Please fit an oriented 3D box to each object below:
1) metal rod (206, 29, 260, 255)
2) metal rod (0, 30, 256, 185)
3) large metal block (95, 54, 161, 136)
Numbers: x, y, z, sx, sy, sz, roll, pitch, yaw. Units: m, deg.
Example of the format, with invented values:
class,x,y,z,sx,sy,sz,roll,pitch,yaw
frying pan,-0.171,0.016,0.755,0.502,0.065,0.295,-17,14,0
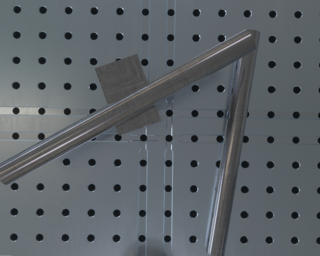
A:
class,x,y,z,sx,sy,sz,roll,pitch,yaw
metal rod,0.097,0.020,0.414,0.025,0.025,0.298,9,90,0
metal rod,-0.036,-0.022,0.333,0.301,0.025,0.025,-29,90,0
large metal block,-0.036,-0.038,0.386,0.050,0.080,0.080,-19,90,0
